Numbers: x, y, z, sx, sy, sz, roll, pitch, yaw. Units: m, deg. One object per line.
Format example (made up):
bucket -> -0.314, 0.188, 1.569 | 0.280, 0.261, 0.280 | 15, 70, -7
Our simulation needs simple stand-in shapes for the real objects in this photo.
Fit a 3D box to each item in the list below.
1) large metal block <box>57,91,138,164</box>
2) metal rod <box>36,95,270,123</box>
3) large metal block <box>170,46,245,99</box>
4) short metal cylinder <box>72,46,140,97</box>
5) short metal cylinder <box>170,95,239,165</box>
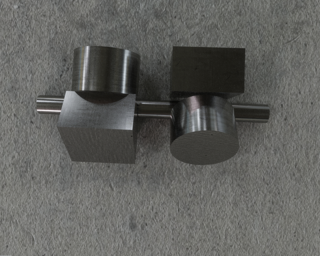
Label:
large metal block -> -0.070, 0.002, 0.377 | 0.081, 0.080, 0.050 | 3, 56, -1
metal rod -> -0.008, -0.025, 0.413 | 0.302, 0.025, 0.025 | 2, 90, -1
large metal block -> 0.054, -0.065, 0.384 | 0.081, 0.080, 0.050 | 1, 90, 0
short metal cylinder -> -0.066, -0.066, 0.383 | 0.080, 0.080, 0.050 | 3, 90, 0
short metal cylinder -> 0.053, 0.004, 0.378 | 0.081, 0.080, 0.050 | 2, 55, 0
